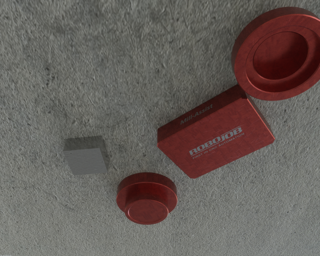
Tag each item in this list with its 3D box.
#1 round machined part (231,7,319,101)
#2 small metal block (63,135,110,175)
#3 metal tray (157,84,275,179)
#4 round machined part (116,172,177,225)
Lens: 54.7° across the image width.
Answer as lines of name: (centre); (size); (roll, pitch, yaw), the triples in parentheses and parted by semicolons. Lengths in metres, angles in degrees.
round machined part: (0.125, -0.080, 0.330); (0.099, 0.042, 0.097); (-1, 130, 0)
small metal block: (-0.103, 0.039, 0.439); (0.050, 0.025, 0.050); (-5, 130, 4)
metal tray: (0.072, 0.010, 0.414); (0.130, 0.030, 0.090); (-29, 125, 22)
round machined part: (-0.021, 0.119, 0.497); (0.099, 0.042, 0.097); (-1, 130, 0)
